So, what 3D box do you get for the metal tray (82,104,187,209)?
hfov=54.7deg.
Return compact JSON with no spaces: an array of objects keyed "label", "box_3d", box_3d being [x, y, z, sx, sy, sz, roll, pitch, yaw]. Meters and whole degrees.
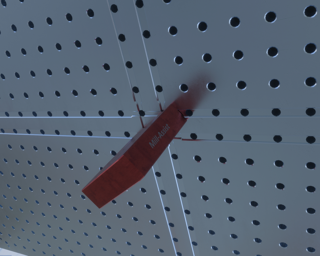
[{"label":"metal tray","box_3d":[-0.027,0.030,0.375,0.030,0.131,0.090,47,129,-4]}]
